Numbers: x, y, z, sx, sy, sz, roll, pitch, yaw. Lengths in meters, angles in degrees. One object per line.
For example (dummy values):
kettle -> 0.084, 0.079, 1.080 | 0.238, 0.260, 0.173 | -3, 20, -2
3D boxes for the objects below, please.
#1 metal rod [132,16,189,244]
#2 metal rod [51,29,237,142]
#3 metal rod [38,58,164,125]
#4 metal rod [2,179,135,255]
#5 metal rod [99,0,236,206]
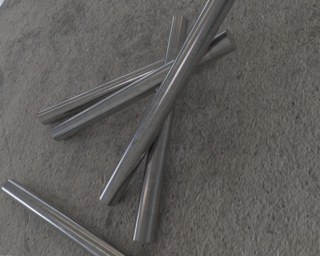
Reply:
metal rod -> 0.005, -0.014, 0.390 | 0.025, 0.025, 0.299 | -1, 67, 27
metal rod -> -0.041, -0.043, 0.408 | 0.300, 0.025, 0.025 | -24, 52, 30
metal rod -> -0.059, -0.066, 0.475 | 0.301, 0.025, 0.025 | -20, 54, 16
metal rod -> -0.108, 0.125, 0.383 | 0.300, 0.025, 0.025 | 17, 71, 34
metal rod -> 0.008, -0.035, 0.345 | 0.025, 0.025, 0.298 | 43, 111, 39
